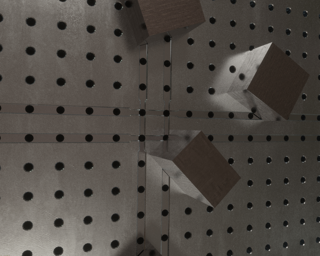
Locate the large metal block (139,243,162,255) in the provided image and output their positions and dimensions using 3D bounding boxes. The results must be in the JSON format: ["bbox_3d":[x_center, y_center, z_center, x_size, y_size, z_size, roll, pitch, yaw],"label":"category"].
[{"bbox_3d":[-0.008,0.214,0.398,0.080,0.050,0.080,-42,104,-15],"label":"large metal block"}]

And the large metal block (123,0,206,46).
[{"bbox_3d":[0.002,-0.161,0.401,0.081,0.050,0.080,-21,97,-19],"label":"large metal block"}]

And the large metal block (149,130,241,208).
[{"bbox_3d":[0.043,0.049,0.400,0.050,0.080,0.080,-45,105,-15],"label":"large metal block"}]

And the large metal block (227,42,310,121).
[{"bbox_3d":[0.161,-0.065,0.460,0.080,0.050,0.080,33,79,-17],"label":"large metal block"}]
